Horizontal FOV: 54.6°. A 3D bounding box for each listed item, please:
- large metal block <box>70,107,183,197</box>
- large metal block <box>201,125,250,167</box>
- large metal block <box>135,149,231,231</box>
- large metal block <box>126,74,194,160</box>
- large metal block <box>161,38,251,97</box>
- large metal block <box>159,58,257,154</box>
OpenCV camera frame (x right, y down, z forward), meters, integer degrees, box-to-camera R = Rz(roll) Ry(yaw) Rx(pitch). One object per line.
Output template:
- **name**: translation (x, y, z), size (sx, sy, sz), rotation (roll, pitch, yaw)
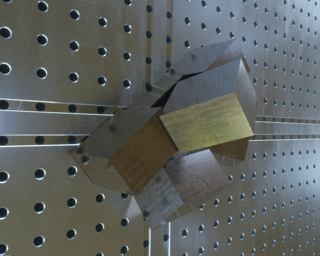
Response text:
- **large metal block**: translation (-0.037, 0.022, 0.340), size (0.080, 0.080, 0.050), rotation (-46, 118, -30)
- **large metal block**: translation (0.093, 0.007, 0.441), size (0.050, 0.080, 0.080), rotation (15, 77, 3)
- **large metal block**: translation (0.026, 0.076, 0.385), size (0.081, 0.080, 0.050), rotation (-11, 61, -39)
- **large metal block**: translation (0.010, -0.011, 0.402), size (0.080, 0.050, 0.080), rotation (-47, 118, -30)
- **large metal block**: translation (0.062, -0.073, 0.424), size (0.080, 0.080, 0.050), rotation (-47, 119, -30)
- **large metal block**: translation (0.056, -0.025, 0.337), size (0.050, 0.080, 0.080), rotation (60, 31, -23)
